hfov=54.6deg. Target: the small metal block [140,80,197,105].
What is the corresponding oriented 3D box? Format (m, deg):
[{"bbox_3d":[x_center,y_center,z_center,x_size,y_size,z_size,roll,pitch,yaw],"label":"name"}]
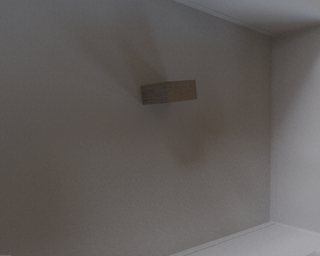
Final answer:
[{"bbox_3d":[0.011,-0.046,0.399,0.050,0.050,0.025,-11,97,-39],"label":"small metal block"}]
